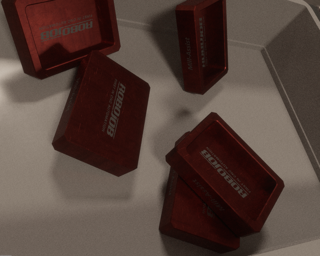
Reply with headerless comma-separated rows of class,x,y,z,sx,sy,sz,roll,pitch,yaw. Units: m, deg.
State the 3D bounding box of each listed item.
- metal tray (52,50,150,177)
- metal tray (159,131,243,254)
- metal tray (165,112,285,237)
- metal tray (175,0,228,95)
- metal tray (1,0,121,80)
metal tray,-0.062,-0.019,0.366,0.090,0.030,0.130,30,50,-30
metal tray,0.056,0.077,0.387,0.090,0.030,0.130,24,53,-14
metal tray,0.081,0.053,0.376,0.130,0.030,0.091,46,51,4
metal tray,0.067,-0.126,0.461,0.030,0.129,0.091,15,41,34
metal tray,-0.112,-0.124,0.381,0.030,0.089,0.131,21,39,37
